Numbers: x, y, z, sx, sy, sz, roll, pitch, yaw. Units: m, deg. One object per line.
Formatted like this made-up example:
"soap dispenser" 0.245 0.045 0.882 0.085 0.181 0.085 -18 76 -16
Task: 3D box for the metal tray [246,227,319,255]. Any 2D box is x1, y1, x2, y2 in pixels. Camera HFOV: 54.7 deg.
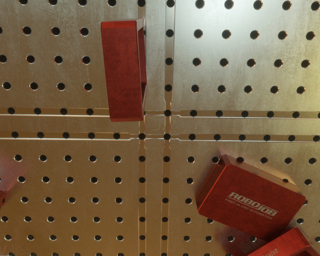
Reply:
"metal tray" 0.172 0.208 0.470 0.130 0.030 0.090 -37 132 12

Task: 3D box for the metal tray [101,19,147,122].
"metal tray" -0.033 -0.069 0.332 0.030 0.130 0.089 -2 110 1

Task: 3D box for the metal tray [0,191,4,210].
"metal tray" -0.294 0.103 0.412 0.131 0.090 0.030 19 109 -8

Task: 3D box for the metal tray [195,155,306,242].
"metal tray" 0.130 0.105 0.451 0.131 0.030 0.089 24 108 -9
